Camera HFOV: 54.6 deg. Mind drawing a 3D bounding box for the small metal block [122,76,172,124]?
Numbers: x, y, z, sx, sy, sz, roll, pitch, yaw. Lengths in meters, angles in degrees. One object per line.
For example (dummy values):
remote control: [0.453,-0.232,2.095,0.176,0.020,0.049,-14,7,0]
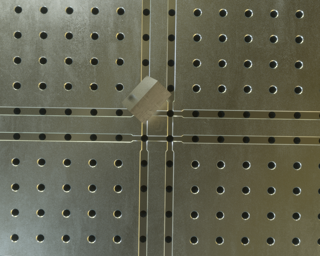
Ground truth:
small metal block: [-0.019,-0.038,0.398,0.050,0.050,0.025,-47,114,0]
